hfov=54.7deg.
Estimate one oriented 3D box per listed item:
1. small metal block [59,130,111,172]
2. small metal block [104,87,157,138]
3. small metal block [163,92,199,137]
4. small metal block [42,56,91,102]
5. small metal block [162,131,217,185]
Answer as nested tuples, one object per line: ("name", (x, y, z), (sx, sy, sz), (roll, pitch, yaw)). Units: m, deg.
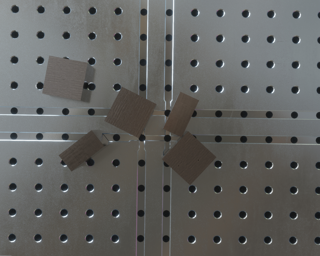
("small metal block", (-0.095, 0.027, 0.400), (0.050, 0.050, 0.025), (-38, 90, 0))
("small metal block", (-0.038, -0.020, 0.413), (0.050, 0.025, 0.050), (27, 90, -1))
("small metal block", (0.026, -0.017, 0.401), (0.025, 0.050, 0.050), (25, 90, 0))
("small metal block", (-0.123, -0.065, 0.412), (0.050, 0.025, 0.050), (11, 90, -1))
("small metal block", (0.038, 0.039, 0.414), (0.050, 0.025, 0.050), (43, 90, -1))
